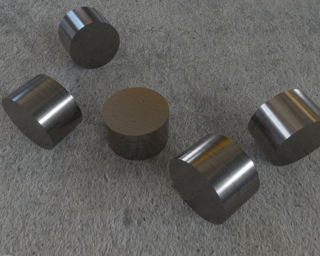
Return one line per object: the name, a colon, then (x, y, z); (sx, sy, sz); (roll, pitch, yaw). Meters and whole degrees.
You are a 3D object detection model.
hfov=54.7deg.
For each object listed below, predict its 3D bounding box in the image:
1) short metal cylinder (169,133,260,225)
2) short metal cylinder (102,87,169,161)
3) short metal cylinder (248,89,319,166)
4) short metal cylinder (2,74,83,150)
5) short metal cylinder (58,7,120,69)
short metal cylinder: (0.055, 0.052, 0.324); (0.050, 0.080, 0.080); (-34, 58, -25)
short metal cylinder: (-0.029, -0.006, 0.392); (0.080, 0.050, 0.080); (0, 50, 0)
short metal cylinder: (0.153, 0.001, 0.368); (0.081, 0.080, 0.050); (-17, 52, -14)
short metal cylinder: (-0.144, -0.019, 0.383); (0.080, 0.080, 0.050); (27, 55, 21)
short metal cylinder: (-0.111, -0.140, 0.484); (0.081, 0.080, 0.050); (-25, 54, -19)
